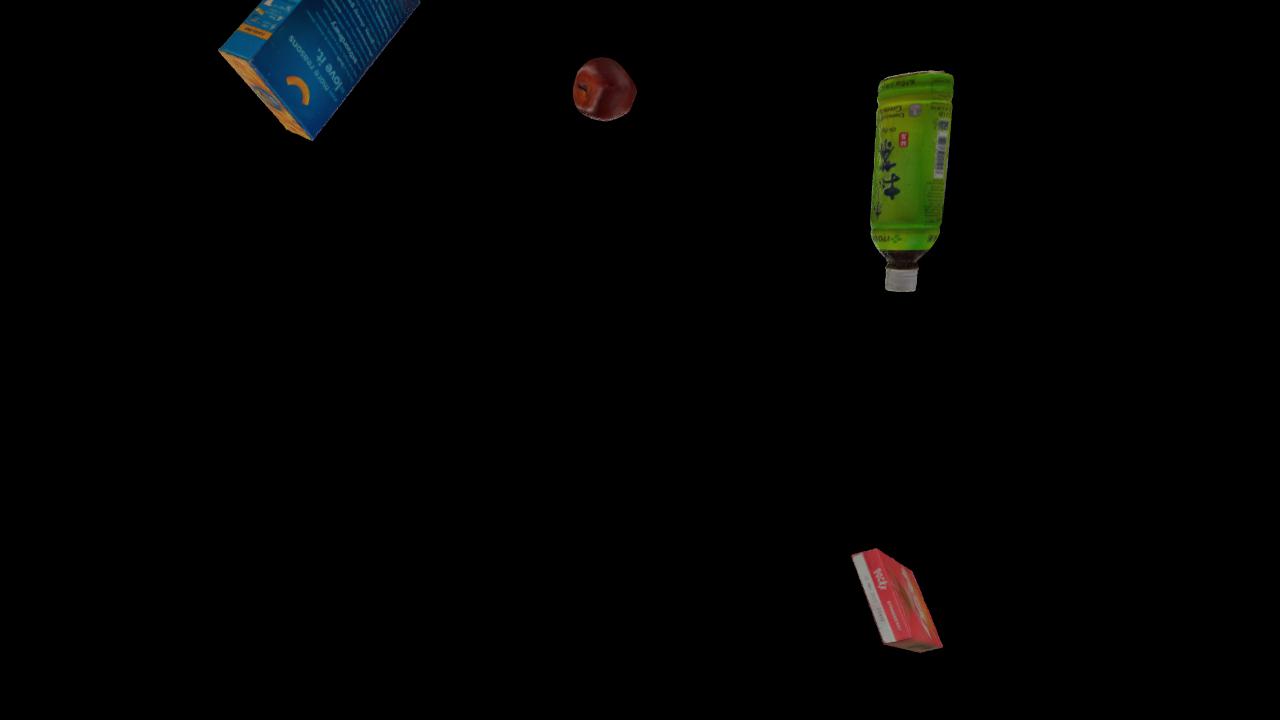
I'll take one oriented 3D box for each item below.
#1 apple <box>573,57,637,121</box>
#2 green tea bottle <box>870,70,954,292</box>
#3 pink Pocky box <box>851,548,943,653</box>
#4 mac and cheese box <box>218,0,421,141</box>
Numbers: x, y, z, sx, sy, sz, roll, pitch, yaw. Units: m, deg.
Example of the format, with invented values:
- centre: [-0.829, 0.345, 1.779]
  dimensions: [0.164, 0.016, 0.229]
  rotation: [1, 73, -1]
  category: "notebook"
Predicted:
- centre: [-0.048, -0.364, 0.830]
  dimensions: [0.079, 0.079, 0.093]
  rotation: [0, 13, 45]
  category: "apple"
- centre: [0.274, -0.176, 0.628]
  dimensions: [0.073, 0.212, 0.073]
  rotation: [-2, 12, 0]
  category: "green tea bottle"
- centre: [0.264, 0.248, 0.627]
  dimensions: [0.029, 0.084, 0.155]
  rotation: [-27, -38, 22]
  category: "pink Pocky box"
- centre: [-0.274, -0.299, 0.545]
  dimensions: [0.041, 0.184, 0.093]
  rotation: [24, -17, 11]
  category: "mac and cheese box"
